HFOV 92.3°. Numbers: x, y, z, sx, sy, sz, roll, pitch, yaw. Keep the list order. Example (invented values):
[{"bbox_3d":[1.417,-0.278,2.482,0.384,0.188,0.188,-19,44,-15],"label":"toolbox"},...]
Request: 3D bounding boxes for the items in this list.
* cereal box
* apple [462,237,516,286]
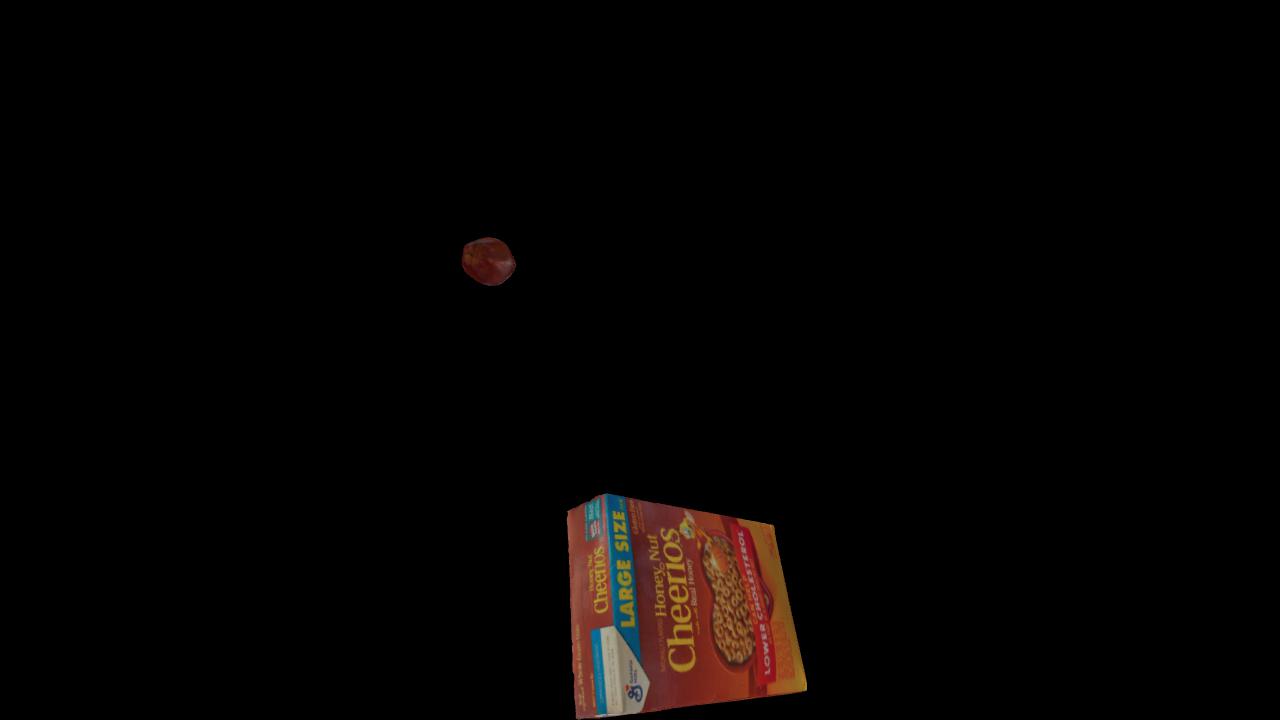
[{"bbox_3d":[0.058,0.277,0.697,0.306,0.203,0.081,22,-40,-40],"label":"cereal box"},{"bbox_3d":[-0.248,-0.160,1.001,0.079,0.079,0.093,0,0,18],"label":"apple"}]
